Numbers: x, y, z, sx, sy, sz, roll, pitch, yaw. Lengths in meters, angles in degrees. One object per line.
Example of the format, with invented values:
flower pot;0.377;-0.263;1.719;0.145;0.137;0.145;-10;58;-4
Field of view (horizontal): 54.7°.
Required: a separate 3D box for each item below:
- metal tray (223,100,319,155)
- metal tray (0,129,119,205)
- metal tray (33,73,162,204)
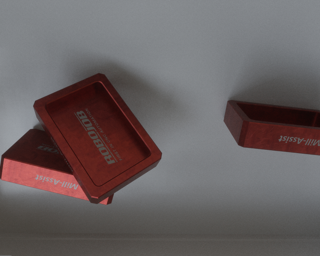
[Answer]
metal tray;0.152;-0.002;0.378;0.131;0.090;0.030;6;110;-3
metal tray;-0.116;0.045;0.391;0.131;0.090;0.030;15;110;-6
metal tray;-0.071;0.008;0.355;0.091;0.030;0.130;-30;75;-24
